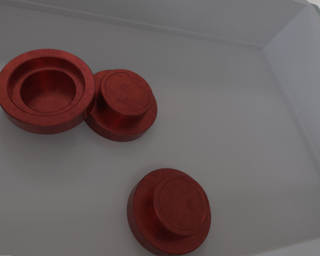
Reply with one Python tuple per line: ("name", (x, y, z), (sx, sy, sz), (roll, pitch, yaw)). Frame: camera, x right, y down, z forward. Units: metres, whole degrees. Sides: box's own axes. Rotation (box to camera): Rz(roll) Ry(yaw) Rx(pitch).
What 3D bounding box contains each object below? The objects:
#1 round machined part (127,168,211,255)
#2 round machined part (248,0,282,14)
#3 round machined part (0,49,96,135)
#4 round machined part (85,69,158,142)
("round machined part", (0.016, 0.090, 0.348), (0.099, 0.042, 0.098), (14, 56, -21))
("round machined part", (0.247, -0.320, 0.725), (0.099, 0.042, 0.098), (14, 56, -21))
("round machined part", (-0.121, -0.036, 0.341), (0.099, 0.042, 0.098), (5, 62, -9))
("round machined part", (-0.047, -0.035, 0.390), (0.099, 0.042, 0.098), (14, 56, -21))
